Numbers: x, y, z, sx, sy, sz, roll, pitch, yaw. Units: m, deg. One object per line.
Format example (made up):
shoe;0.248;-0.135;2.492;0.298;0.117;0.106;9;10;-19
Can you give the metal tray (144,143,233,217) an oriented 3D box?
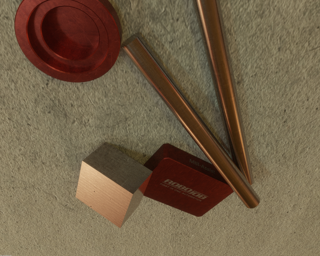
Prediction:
metal tray;0.037;0.084;0.477;0.131;0.030;0.090;27;125;-22

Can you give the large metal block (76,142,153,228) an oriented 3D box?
large metal block;-0.066;0.080;0.436;0.080;0.050;0.079;31;129;13

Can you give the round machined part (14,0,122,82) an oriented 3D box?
round machined part;-0.088;-0.098;0.311;0.099;0.042;0.097;-1;130;0

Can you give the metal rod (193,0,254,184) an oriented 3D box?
metal rod;0.086;-0.027;0.385;0.025;0.025;0.299;-14;129;11

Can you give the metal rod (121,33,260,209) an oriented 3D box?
metal rod;0.054;0.009;0.397;0.025;0.025;0.300;-28;120;21
